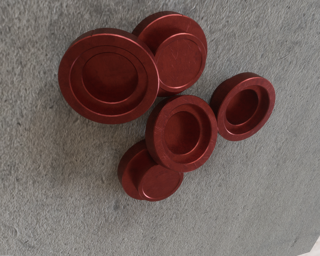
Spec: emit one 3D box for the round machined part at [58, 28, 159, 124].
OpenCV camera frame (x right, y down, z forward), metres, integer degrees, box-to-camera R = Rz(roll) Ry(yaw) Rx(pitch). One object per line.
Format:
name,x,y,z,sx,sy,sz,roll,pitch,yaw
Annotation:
round machined part,-0.051,-0.056,0.322,0.099,0.042,0.097,-2,123,-3

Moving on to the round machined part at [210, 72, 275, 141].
round machined part,0.111,-0.033,0.439,0.099,0.042,0.097,-14,125,-21

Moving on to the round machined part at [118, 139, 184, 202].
round machined part,-0.006,0.064,0.434,0.099,0.042,0.097,-14,125,-21

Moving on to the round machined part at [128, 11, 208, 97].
round machined part,0.013,-0.080,0.356,0.099,0.042,0.097,-14,125,-21

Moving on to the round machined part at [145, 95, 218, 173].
round machined part,0.024,0.006,0.402,0.099,0.042,0.097,-4,97,-31
